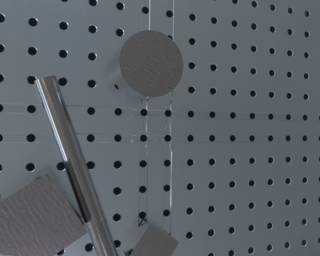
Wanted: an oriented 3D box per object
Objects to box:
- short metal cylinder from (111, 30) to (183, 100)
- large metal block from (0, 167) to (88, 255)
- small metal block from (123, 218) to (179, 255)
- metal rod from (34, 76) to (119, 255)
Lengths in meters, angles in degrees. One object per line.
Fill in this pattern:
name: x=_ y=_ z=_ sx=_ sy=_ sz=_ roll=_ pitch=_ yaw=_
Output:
short metal cylinder: x=-0.017 y=-0.077 z=0.393 sx=0.081 sy=0.050 sz=0.079 roll=0 pitch=90 yaw=-20
large metal block: x=-0.140 y=0.102 z=0.348 sx=0.080 sy=0.050 sz=0.080 roll=-32 pitch=101 yaw=-17
small metal block: x=-0.012 y=0.157 z=0.409 sx=0.050 sy=0.025 sz=0.050 roll=38 pitch=78 yaw=-16
metal rod: x=-0.090 y=0.084 z=0.379 sx=0.025 sy=0.025 sz=0.298 roll=-20 pitch=97 yaw=-19
